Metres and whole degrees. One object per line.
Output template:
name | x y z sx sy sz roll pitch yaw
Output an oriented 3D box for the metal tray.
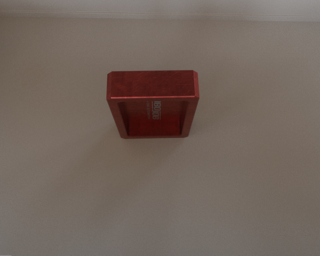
metal tray | -0.007 -0.022 0.362 0.091 0.130 0.030 -1 70 -1
